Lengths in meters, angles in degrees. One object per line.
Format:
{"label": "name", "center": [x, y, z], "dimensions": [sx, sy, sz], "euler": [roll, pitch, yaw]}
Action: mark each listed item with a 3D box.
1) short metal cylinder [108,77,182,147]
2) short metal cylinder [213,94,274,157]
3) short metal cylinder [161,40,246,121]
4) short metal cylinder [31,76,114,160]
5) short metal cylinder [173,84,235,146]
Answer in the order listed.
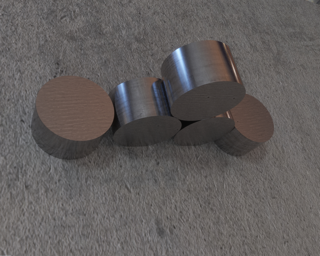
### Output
{"label": "short metal cylinder", "center": [-0.019, -0.017, 0.369], "dimensions": [0.081, 0.080, 0.050], "euler": [0, 62, -28]}
{"label": "short metal cylinder", "center": [0.118, -0.004, 0.454], "dimensions": [0.081, 0.050, 0.080], "euler": [14, 56, -21]}
{"label": "short metal cylinder", "center": [0.045, -0.048, 0.335], "dimensions": [0.081, 0.080, 0.050], "euler": [1, 63, -28]}
{"label": "short metal cylinder", "center": [-0.097, -0.011, 0.343], "dimensions": [0.081, 0.050, 0.080], "euler": [14, 56, -21]}
{"label": "short metal cylinder", "center": [0.051, -0.016, 0.408], "dimensions": [0.081, 0.080, 0.050], "euler": [0, 61, -28]}
